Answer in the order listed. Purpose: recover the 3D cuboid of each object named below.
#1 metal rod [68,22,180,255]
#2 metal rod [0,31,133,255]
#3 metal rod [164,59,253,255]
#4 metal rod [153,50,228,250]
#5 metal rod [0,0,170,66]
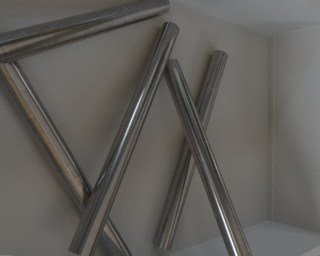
[{"bbox_3d":[-0.032,-0.006,0.361,0.025,0.025,0.300,37,61,-34],"label":"metal rod"},{"bbox_3d":[-0.098,0.042,0.325,0.025,0.025,0.299,-38,114,-34],"label":"metal rod"},{"bbox_3d":[0.059,0.049,0.380,0.025,0.025,0.299,-4,69,-40],"label":"metal rod"},{"bbox_3d":[0.049,0.021,0.449,0.025,0.025,0.299,30,71,-36],"label":"metal rod"},{"bbox_3d":[-0.088,-0.098,0.310,0.302,0.025,0.025,-35,112,-42],"label":"metal rod"}]
